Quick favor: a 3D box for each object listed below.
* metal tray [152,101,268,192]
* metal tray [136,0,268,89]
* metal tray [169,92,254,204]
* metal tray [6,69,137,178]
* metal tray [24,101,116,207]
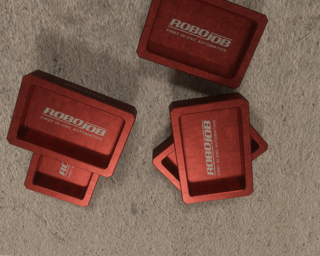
[{"bbox_3d":[0.065,0.030,0.418,0.130,0.030,0.090,-40,106,13],"label":"metal tray"},{"bbox_3d":[0.047,-0.109,0.367,0.131,0.030,0.089,17,109,-7],"label":"metal tray"},{"bbox_3d":[0.064,0.027,0.385,0.091,0.030,0.129,-8,110,2],"label":"metal tray"},{"bbox_3d":[-0.104,-0.004,0.371,0.131,0.030,0.089,21,109,-8],"label":"metal tray"},{"bbox_3d":[-0.119,0.035,0.418,0.091,0.030,0.129,21,109,-8],"label":"metal tray"}]
